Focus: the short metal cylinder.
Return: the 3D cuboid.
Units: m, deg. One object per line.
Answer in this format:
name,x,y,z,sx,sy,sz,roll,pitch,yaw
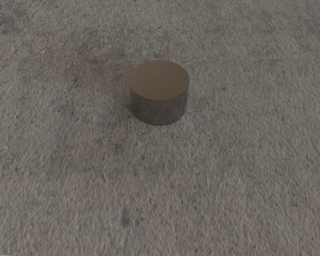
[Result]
short metal cylinder,-0.001,-0.049,0.428,0.081,0.050,0.080,0,50,0
